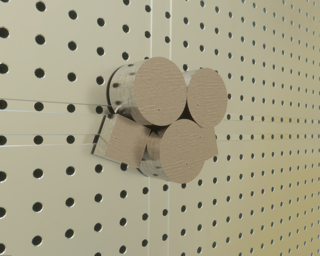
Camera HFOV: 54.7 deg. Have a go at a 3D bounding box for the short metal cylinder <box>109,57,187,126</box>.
[{"bbox_3d":[-0.014,-0.042,0.377,0.081,0.050,0.079,0,90,-40],"label":"short metal cylinder"}]

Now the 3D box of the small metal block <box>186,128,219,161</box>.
[{"bbox_3d":[0.056,0.022,0.453,0.050,0.025,0.050,-18,102,-39],"label":"small metal block"}]

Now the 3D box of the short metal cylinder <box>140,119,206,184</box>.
[{"bbox_3d":[0.014,0.028,0.400,0.081,0.050,0.079,0,90,-40],"label":"short metal cylinder"}]

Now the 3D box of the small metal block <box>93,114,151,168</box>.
[{"bbox_3d":[-0.044,0.016,0.368,0.050,0.025,0.050,26,74,-37],"label":"small metal block"}]

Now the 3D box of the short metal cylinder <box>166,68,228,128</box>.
[{"bbox_3d":[0.048,-0.040,0.429,0.081,0.050,0.079,0,90,-40],"label":"short metal cylinder"}]
